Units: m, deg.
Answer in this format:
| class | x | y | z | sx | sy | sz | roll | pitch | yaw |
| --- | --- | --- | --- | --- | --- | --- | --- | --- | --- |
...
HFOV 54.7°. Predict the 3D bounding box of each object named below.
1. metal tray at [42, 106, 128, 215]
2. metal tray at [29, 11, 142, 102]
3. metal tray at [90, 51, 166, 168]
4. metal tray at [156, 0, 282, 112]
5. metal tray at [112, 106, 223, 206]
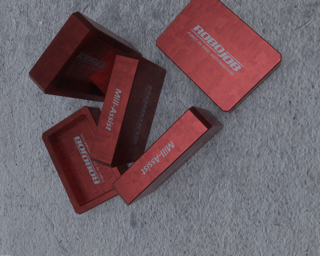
| class | x | y | z | sx | sy | sz | roll | pitch | yaw |
| --- | --- | --- | --- | --- | --- | --- | --- | --- | --- |
| metal tray | -0.103 | 0.045 | 0.442 | 0.090 | 0.030 | 0.130 | -30 | 81 | 17 |
| metal tray | -0.084 | -0.079 | 0.383 | 0.030 | 0.130 | 0.090 | 45 | 104 | 14 |
| metal tray | -0.036 | -0.021 | 0.387 | 0.030 | 0.090 | 0.129 | 17 | 96 | 19 |
| metal tray | 0.070 | -0.094 | 0.382 | 0.090 | 0.030 | 0.130 | -46 | 76 | 14 |
| metal tray | 0.013 | 0.032 | 0.370 | 0.130 | 0.090 | 0.030 | -45 | 76 | 14 |
